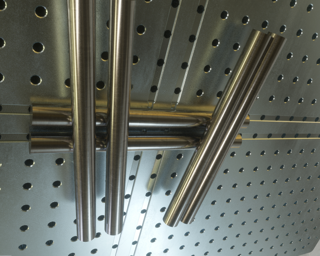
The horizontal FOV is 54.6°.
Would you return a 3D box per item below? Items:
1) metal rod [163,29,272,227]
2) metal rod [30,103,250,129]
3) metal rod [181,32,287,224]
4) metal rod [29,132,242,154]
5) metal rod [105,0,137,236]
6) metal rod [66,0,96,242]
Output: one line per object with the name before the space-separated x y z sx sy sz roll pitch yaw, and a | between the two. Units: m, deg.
metal rod | 0.070 0.014 0.426 0.025 0.025 0.298 9 114 -32
metal rod | -0.004 -0.012 0.401 0.302 0.025 0.025 1 118 -29
metal rod | 0.093 0.014 0.438 0.025 0.025 0.298 9 114 -32
metal rod | -0.012 0.018 0.416 0.302 0.025 0.025 1 118 -29
metal rod | -0.049 0.010 0.358 0.025 0.025 0.298 -8 122 -24
metal rod | -0.083 0.012 0.341 0.025 0.025 0.298 -8 122 -24
